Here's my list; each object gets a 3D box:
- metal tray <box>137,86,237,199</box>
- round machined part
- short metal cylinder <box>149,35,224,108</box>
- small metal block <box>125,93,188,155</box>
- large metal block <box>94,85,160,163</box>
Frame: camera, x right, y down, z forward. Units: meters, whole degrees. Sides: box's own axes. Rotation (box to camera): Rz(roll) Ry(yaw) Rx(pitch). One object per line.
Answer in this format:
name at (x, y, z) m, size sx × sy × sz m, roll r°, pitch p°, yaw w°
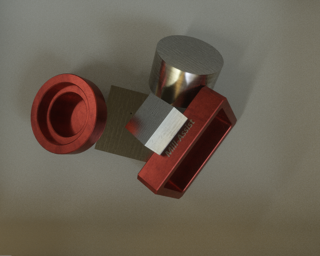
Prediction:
metal tray at (0.038, 0.023, 0.377) m, size 0.030 × 0.090 × 0.130 m, roll 36°, pitch 89°, yaw 27°
round machined part at (-0.109, -0.016, 0.388) m, size 0.098 × 0.042 × 0.097 m, roll -2°, pitch 84°, yaw 22°
short metal cylinder at (0.030, -0.069, 0.376) m, size 0.080 × 0.080 × 0.050 m, roll 16°, pitch 134°, yaw -1°
small metal block at (-0.005, -0.006, 0.346) m, size 0.025 × 0.050 × 0.050 m, roll 37°, pitch 90°, yaw -39°
large metal block at (-0.030, -0.003, 0.397) m, size 0.080 × 0.050 × 0.080 m, roll 15°, pitch 90°, yaw -1°
